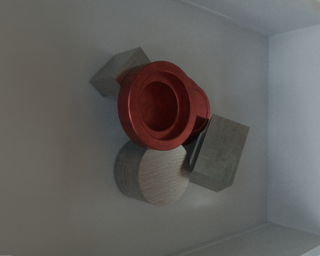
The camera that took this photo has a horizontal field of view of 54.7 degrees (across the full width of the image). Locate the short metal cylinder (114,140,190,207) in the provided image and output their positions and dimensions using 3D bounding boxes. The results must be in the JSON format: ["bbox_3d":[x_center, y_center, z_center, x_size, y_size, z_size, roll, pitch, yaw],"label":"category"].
[{"bbox_3d":[-0.009,0.052,0.383,0.081,0.050,0.079,0,90,-40],"label":"short metal cylinder"}]

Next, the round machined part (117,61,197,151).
[{"bbox_3d":[-0.007,-0.024,0.351,0.099,0.042,0.097,0,90,-40],"label":"round machined part"}]

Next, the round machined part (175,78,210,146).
[{"bbox_3d":[0.030,-0.024,0.418,0.099,0.042,0.097,0,90,-40],"label":"round machined part"}]

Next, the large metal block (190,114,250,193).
[{"bbox_3d":[0.076,0.038,0.426,0.050,0.080,0.080,21,72,4],"label":"large metal block"}]

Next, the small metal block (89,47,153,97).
[{"bbox_3d":[-0.044,-0.063,0.352,0.025,0.050,0.050,52,60,-28],"label":"small metal block"}]
